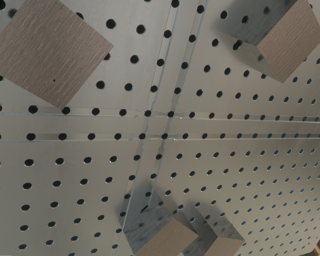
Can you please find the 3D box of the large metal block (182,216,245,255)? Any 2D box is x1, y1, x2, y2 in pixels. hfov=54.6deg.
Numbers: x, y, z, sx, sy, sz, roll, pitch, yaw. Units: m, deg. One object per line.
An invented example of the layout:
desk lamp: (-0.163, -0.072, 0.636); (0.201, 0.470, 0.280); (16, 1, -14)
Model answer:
large metal block: (0.098, 0.219, 0.583); (0.080, 0.050, 0.080); (22, 106, -36)

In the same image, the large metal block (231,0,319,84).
large metal block: (0.155, -0.119, 0.405); (0.080, 0.050, 0.080); (-49, 129, 6)

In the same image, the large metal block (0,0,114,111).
large metal block: (-0.105, -0.077, 0.290); (0.080, 0.050, 0.080); (-50, 129, 7)

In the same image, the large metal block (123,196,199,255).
large metal block: (0.002, 0.169, 0.500); (0.080, 0.050, 0.080); (-43, 129, 2)
